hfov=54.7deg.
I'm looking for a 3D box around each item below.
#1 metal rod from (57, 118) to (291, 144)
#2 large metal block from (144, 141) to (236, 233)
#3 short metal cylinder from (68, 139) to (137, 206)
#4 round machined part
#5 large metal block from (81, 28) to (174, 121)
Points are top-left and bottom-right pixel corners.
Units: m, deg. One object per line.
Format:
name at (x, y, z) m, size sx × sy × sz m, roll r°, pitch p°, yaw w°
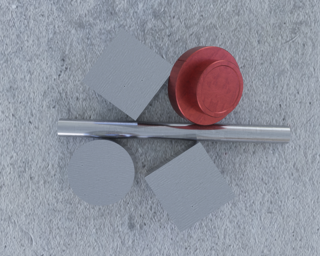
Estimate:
metal rod at (0.019, 0.004, 0.412) m, size 0.302 × 0.025 × 0.025 m, roll 2°, pitch 90°, yaw -1°
large metal block at (0.037, 0.072, 0.399) m, size 0.080 × 0.050 × 0.080 m, roll -33°, pitch 90°, yaw 0°
short metal cylinder at (-0.071, 0.054, 0.398) m, size 0.081 × 0.050 × 0.079 m, roll 0°, pitch 90°, yaw -1°
round machined part at (0.062, -0.050, 0.380) m, size 0.099 × 0.042 × 0.097 m, roll -8°, pitch 108°, yaw -26°
large metal block at (-0.038, -0.065, 0.396) m, size 0.080 × 0.050 × 0.080 m, roll 37°, pitch 90°, yaw -1°
